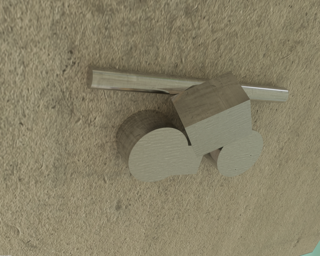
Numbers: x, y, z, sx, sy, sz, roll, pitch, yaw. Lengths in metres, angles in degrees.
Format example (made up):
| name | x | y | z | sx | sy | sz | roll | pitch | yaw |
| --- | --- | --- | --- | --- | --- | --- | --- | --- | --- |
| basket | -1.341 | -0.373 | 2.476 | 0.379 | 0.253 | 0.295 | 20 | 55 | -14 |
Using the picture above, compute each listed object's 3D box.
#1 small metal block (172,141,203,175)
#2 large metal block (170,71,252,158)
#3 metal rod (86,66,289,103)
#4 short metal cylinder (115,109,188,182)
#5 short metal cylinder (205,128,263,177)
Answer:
| name | x | y | z | sx | sy | sz | roll | pitch | yaw |
| --- | --- | --- | --- | --- | --- | --- | --- | --- | --- |
| small metal block | 0.034 | 0.041 | 0.453 | 0.050 | 0.025 | 0.050 | 2 | 118 | -29 |
| large metal block | 0.068 | -0.015 | 0.397 | 0.080 | 0.050 | 0.080 | -24 | 145 | 3 |
| metal rod | 0.056 | -0.053 | 0.406 | 0.303 | 0.025 | 0.025 | 1 | 118 | -29 |
| short metal cylinder | -0.011 | 0.022 | 0.399 | 0.081 | 0.050 | 0.079 | -14 | 124 | -21 |
| short metal cylinder | 0.106 | 0.026 | 0.466 | 0.081 | 0.050 | 0.079 | -14 | 124 | -21 |
